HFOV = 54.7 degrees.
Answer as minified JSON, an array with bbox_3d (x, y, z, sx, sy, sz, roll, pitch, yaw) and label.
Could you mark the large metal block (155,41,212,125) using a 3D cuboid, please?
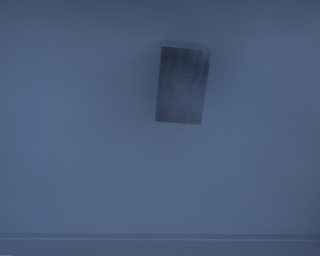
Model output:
[{"bbox_3d":[0.023,-0.056,0.362,0.050,0.080,0.079,5,110,-2],"label":"large metal block"}]
